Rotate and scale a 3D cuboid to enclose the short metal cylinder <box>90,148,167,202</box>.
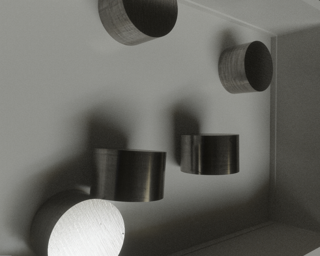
[{"bbox_3d":[-0.034,0.049,0.342,0.081,0.080,0.050,6,86,-40],"label":"short metal cylinder"}]

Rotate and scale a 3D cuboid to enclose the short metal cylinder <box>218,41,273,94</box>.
[{"bbox_3d":[0.141,-0.098,0.508,0.081,0.050,0.080,0,90,-40],"label":"short metal cylinder"}]

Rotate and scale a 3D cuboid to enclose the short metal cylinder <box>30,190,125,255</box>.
[{"bbox_3d":[-0.084,0.108,0.319,0.081,0.050,0.079,-1,92,-40],"label":"short metal cylinder"}]

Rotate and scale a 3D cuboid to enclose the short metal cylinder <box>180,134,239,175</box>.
[{"bbox_3d":[0.068,0.034,0.428,0.081,0.080,0.050,-1,91,-40],"label":"short metal cylinder"}]

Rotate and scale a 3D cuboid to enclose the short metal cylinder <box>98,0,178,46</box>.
[{"bbox_3d":[-0.025,-0.143,0.368,0.081,0.050,0.080,0,91,-40],"label":"short metal cylinder"}]
